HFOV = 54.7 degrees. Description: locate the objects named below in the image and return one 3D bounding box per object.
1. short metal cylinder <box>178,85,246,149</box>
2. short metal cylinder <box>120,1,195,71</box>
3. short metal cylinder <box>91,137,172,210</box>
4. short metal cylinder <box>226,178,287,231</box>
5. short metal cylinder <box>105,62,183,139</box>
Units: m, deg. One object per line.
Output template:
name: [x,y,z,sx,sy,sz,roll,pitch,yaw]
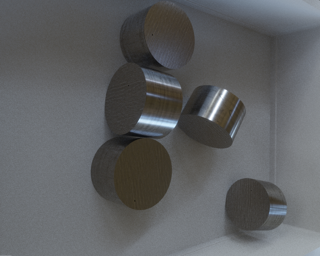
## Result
short metal cylinder: [0.072,-0.014,0.431,0.080,0.080,0.050,44,64,-31]
short metal cylinder: [-0.003,-0.110,0.388,0.081,0.050,0.080,0,90,-40]
short metal cylinder: [-0.033,0.051,0.363,0.081,0.050,0.080,0,90,-40]
short metal cylinder: [0.154,0.124,0.500,0.050,0.080,0.080,16,80,-39]
short metal cylinder: [-0.020,-0.029,0.354,0.050,0.080,0.080,9,84,-40]
